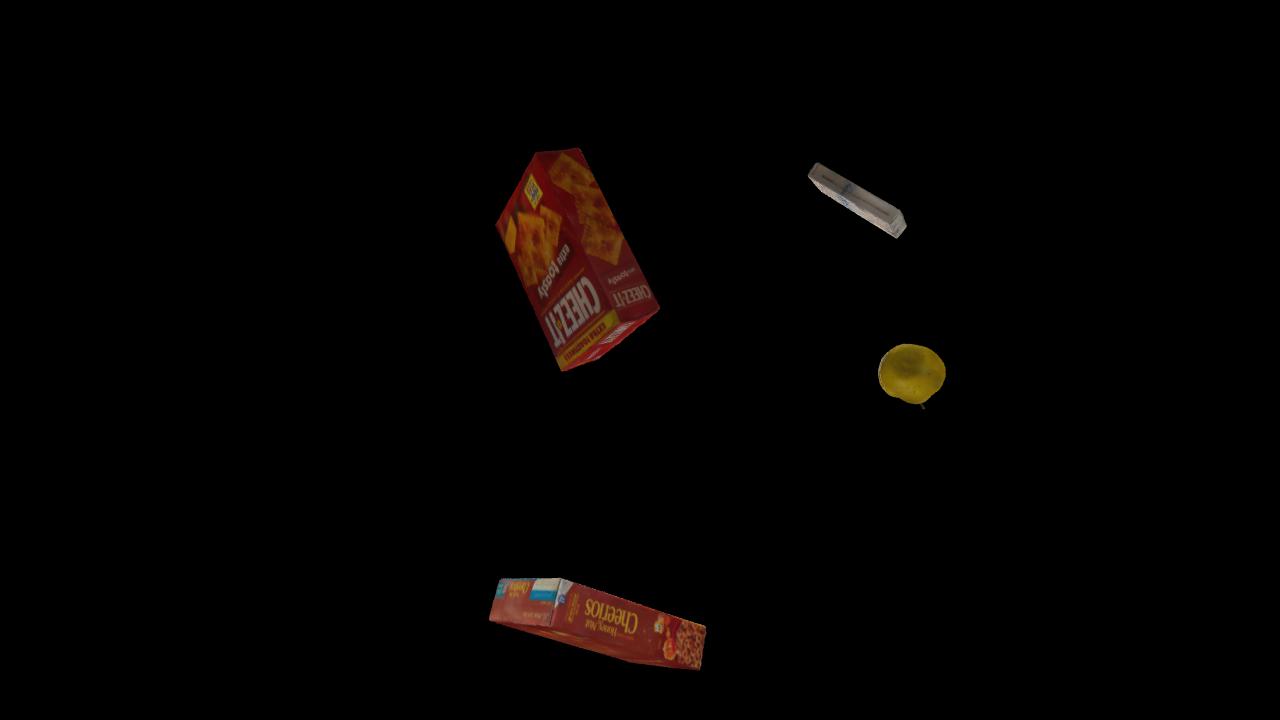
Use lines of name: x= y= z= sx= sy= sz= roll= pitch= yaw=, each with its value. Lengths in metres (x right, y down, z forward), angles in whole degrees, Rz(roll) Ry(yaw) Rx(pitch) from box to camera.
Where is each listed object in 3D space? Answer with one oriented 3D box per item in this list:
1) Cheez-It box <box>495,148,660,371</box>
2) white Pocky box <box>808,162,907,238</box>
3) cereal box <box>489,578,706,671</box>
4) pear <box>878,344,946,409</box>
Cheez-It box: x=-0.085 y=-0.117 z=0.756 sx=0.071 sy=0.223 sz=0.166 roll=-21 pitch=-8 yaw=-35
white Pocky box: x=0.336 y=-0.247 z=0.949 sx=0.154 sy=0.028 sz=0.084 roll=42 pitch=17 yaw=26
cereal box: x=-0.069 y=0.437 z=1.022 sx=0.306 sy=0.081 sz=0.203 roll=30 pitch=-33 yaw=-27
pear: x=0.356 y=0.028 z=0.807 sx=0.080 sy=0.080 sz=0.111 roll=0 pitch=-31 yaw=23
